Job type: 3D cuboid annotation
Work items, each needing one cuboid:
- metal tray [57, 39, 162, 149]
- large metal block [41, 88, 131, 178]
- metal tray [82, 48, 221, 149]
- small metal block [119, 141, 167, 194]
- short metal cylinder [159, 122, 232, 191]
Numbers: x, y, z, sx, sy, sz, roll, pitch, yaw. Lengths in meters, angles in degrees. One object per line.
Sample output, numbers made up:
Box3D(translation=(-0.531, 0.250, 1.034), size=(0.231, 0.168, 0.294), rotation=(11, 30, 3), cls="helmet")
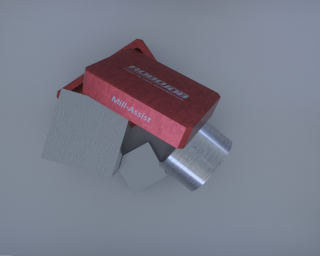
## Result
Box3D(translation=(-0.054, -0.043, 0.406), size=(0.130, 0.030, 0.090), rotation=(-34, 90, -1), cls="metal tray")
Box3D(translation=(-0.081, 0.006, 0.364), size=(0.080, 0.050, 0.080), rotation=(16, 90, -1), cls="large metal block")
Box3D(translation=(-0.008, -0.039, 0.348), size=(0.130, 0.090, 0.030), rotation=(30, 128, 14), cls="metal tray")
Box3D(translation=(-0.025, 0.051, 0.410), size=(0.050, 0.025, 0.050), rotation=(-29, 90, -1), cls="small metal block")
Box3D(translation=(0.043, 0.031, 0.384), size=(0.050, 0.080, 0.080), rotation=(39, 90, -1), cls="short metal cylinder")
